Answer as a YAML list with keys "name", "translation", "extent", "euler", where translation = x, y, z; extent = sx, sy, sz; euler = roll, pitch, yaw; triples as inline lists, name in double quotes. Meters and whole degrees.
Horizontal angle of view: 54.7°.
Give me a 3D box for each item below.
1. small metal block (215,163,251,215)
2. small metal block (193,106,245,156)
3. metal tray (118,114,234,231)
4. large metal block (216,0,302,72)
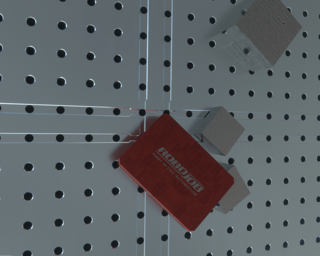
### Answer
- name: "small metal block"
  translation: [0.095, 0.087, 0.449]
  extent: [0.050, 0.025, 0.050]
  euler: [-34, 102, -17]
- name: "small metal block"
  translation: [0.086, 0.004, 0.446]
  extent: [0.050, 0.025, 0.050]
  euler: [42, 76, -16]
- name: "metal tray"
  translation: [0.021, 0.057, 0.405]
  extent: [0.130, 0.030, 0.090]
  euler: [45, 75, -2]
- name: "large metal block"
  translation: [0.146, -0.142, 0.455]
  extent: [0.080, 0.050, 0.080]
  euler: [42, 77, -16]
